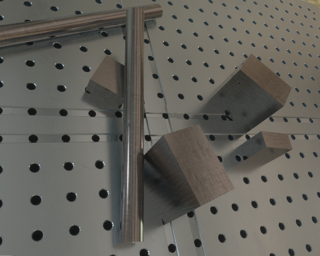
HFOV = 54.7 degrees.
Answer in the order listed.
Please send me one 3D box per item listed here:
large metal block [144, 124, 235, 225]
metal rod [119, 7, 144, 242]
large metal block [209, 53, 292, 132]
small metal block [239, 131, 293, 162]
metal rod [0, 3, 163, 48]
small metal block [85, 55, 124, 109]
[{"bbox_3d":[0.025,0.054,0.353,0.050,0.080,0.080,-16,70,-34],"label":"large metal block"},{"bbox_3d":[-0.032,-0.021,0.376,0.025,0.025,0.299,9,66,-24],"label":"metal rod"},{"bbox_3d":[0.138,-0.052,0.479,0.080,0.080,0.050,40,51,-1],"label":"large metal block"},{"bbox_3d":[0.156,0.029,0.458,0.050,0.050,0.025,6,59,-25],"label":"small metal block"},{"bbox_3d":[-0.114,-0.147,0.436,0.302,0.025,0.025,-25,76,-37],"label":"metal rod"},{"bbox_3d":[-0.062,-0.061,0.412,0.050,0.025,0.050,29,52,-10],"label":"small metal block"}]
